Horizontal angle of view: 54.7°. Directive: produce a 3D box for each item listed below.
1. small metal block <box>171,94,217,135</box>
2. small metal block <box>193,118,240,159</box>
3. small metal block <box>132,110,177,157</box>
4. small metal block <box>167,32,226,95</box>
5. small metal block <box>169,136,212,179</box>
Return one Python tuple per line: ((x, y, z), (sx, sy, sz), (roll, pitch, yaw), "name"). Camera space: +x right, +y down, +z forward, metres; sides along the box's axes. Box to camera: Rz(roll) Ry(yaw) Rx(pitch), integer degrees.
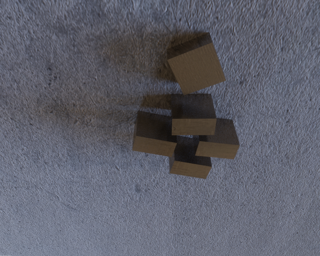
((0.039, -0.017, 0.376), (0.050, 0.050, 0.025), (0, 130, 0), "small metal block")
((0.071, 0.012, 0.401), (0.050, 0.050, 0.025), (6, 130, -6), "small metal block")
((-0.007, 0.007, 0.396), (0.050, 0.050, 0.025), (10, 129, -9), "small metal block")
((0.041, -0.071, 0.347), (0.050, 0.025, 0.050), (-19, 128, 15), "small metal block")
((0.040, 0.039, 0.424), (0.050, 0.050, 0.025), (11, 129, -9), "small metal block")
